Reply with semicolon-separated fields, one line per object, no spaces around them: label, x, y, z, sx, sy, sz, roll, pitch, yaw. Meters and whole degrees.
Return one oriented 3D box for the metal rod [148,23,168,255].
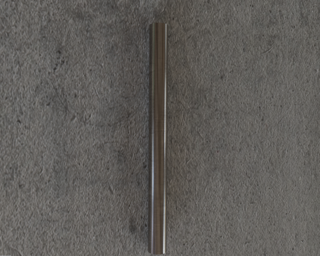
metal rod;-0.003;0.014;0.410;0.025;0.025;0.298;0;90;-20
